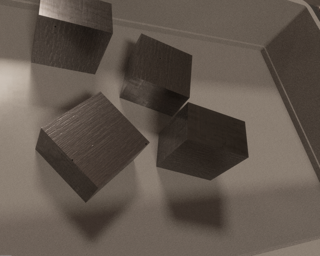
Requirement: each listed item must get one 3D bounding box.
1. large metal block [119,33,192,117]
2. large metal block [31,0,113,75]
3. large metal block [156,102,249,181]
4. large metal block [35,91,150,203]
[{"bbox_3d":[-0.004,-0.073,0.434,0.081,0.050,0.080,19,54,-18],"label":"large metal block"},{"bbox_3d":[-0.110,-0.117,0.383,0.081,0.080,0.050,7,59,-25],"label":"large metal block"},{"bbox_3d":[0.050,0.020,0.387,0.081,0.080,0.050,17,55,-19],"label":"large metal block"},{"bbox_3d":[-0.073,0.020,0.339,0.080,0.050,0.080,46,51,3],"label":"large metal block"}]
